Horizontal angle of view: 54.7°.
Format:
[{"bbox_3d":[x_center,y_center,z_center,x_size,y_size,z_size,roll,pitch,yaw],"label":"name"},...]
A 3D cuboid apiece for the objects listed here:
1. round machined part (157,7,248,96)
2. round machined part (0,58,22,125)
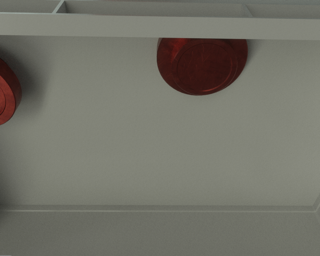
[{"bbox_3d":[0.046,-0.075,0.335,0.099,0.042,0.097,-1,130,0],"label":"round machined part"},{"bbox_3d":[-0.208,-0.050,0.352,0.099,0.042,0.097,-1,130,0],"label":"round machined part"}]
